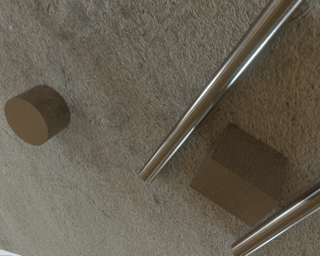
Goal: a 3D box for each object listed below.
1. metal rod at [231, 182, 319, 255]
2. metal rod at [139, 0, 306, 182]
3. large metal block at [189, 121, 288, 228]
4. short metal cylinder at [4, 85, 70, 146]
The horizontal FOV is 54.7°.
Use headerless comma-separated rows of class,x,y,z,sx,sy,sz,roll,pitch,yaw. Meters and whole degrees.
metal rod,0.180,0.085,0.363,0.025,0.025,0.298,36,129,3
metal rod,0.049,-0.024,0.364,0.025,0.025,0.298,38,129,2
large metal block,0.091,0.050,0.353,0.080,0.080,0.050,33,129,6
short metal cylinder,-0.187,-0.020,0.474,0.080,0.050,0.079,13,124,20
